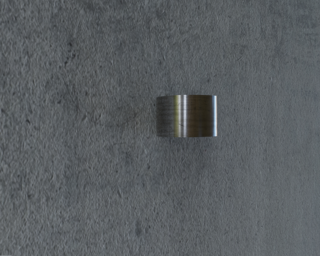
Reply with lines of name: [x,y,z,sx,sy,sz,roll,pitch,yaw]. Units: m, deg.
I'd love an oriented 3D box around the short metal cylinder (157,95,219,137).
short metal cylinder: [0.036,-0.015,0.403,0.081,0.080,0.050,-1,91,-40]
